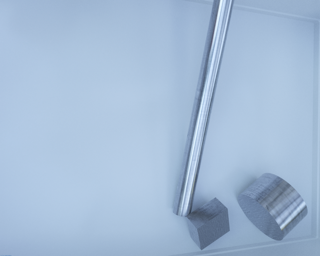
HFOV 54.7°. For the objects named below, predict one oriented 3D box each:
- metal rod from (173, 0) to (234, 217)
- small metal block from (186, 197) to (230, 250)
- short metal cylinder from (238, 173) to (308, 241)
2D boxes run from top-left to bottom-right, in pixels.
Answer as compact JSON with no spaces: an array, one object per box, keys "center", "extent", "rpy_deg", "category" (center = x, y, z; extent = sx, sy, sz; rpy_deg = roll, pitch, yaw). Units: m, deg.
[{"center":[0.056,-0.029,0.401],"extent":[0.025,0.025,0.298],"rpy_deg":[7,99,-20],"category":"metal rod"},{"center":[0.067,0.132,0.426],"extent":[0.050,0.025,0.050],"rpy_deg":[-27,128,-18],"category":"small metal block"},{"center":[0.159,0.111,0.442],"extent":[0.050,0.080,0.080],"rpy_deg":[-36,102,-17],"category":"short metal cylinder"}]
